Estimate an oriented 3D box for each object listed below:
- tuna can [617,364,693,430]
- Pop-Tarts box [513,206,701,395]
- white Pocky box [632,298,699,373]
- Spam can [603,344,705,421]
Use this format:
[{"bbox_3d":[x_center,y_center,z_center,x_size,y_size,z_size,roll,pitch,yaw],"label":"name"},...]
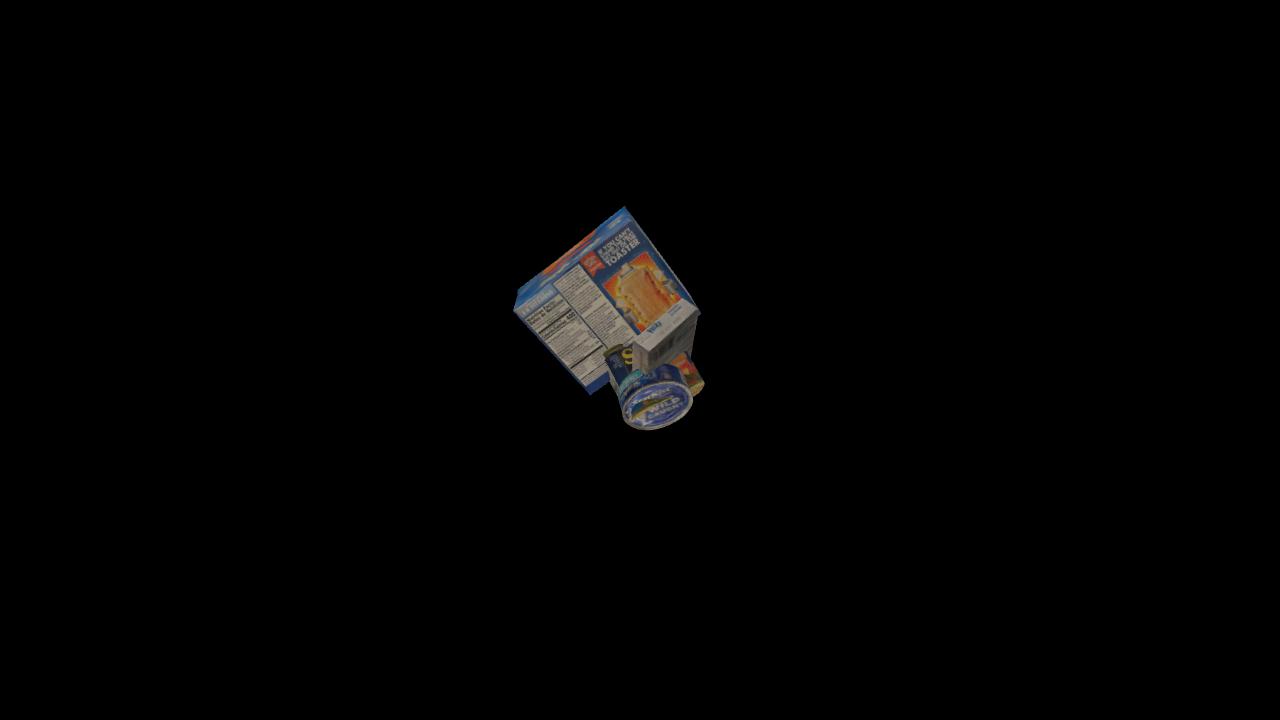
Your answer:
[{"bbox_3d":[0.017,0.042,0.711,0.084,0.034,0.084,-10,-41,-9],"label":"tuna can"},{"bbox_3d":[-0.039,-0.070,0.729,0.167,0.141,0.083,-37,24,8],"label":"Pop-Tarts box"},{"bbox_3d":[0.027,0.002,0.728,0.028,0.084,0.154,38,-26,20],"label":"white Pocky box"},{"bbox_3d":[0.014,0.017,0.733,0.101,0.085,0.058,-23,-17,-18],"label":"Spam can"}]
